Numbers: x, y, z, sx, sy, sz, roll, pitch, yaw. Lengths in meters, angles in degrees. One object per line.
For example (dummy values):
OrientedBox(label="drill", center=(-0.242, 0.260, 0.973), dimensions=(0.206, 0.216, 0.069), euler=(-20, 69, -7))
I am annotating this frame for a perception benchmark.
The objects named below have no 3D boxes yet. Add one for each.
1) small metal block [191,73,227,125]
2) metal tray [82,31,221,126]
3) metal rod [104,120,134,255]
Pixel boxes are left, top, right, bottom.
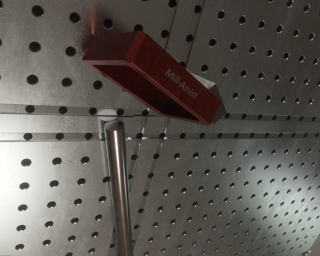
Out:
OrientedBox(label="small metal block", center=(0.054, -0.038, 0.401), dimensions=(0.025, 0.050, 0.050), euler=(-40, 130, -11))
OrientedBox(label="metal tray", center=(-0.007, -0.049, 0.333), dimensions=(0.130, 0.090, 0.030), euler=(33, 78, -39))
OrientedBox(label="metal rod", center=(-0.056, 0.124, 0.458), dimensions=(0.025, 0.025, 0.298), euler=(-14, 124, -21))
